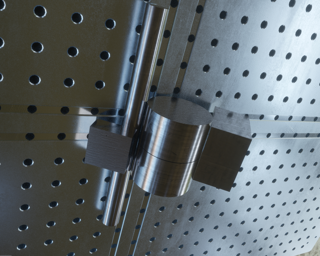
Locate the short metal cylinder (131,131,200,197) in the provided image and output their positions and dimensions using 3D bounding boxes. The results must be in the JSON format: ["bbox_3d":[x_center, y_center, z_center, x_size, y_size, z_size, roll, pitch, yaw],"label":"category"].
[{"bbox_3d":[0.007,0.044,0.402,0.081,0.080,0.050,0,118,-29],"label":"short metal cylinder"}]

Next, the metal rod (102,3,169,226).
[{"bbox_3d":[-0.037,0.003,0.387,0.025,0.025,0.298,0,118,-29],"label":"metal rod"}]

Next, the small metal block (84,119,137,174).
[{"bbox_3d":[-0.059,0.022,0.373,0.050,0.025,0.050,16,114,3],"label":"small metal block"}]

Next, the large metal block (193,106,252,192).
[{"bbox_3d":[0.085,0.026,0.424,0.050,0.080,0.079,18,115,5],"label":"large metal block"}]

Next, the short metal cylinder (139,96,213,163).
[{"bbox_3d":[0.019,0.000,0.380,0.081,0.080,0.050,0,118,-29],"label":"short metal cylinder"}]
